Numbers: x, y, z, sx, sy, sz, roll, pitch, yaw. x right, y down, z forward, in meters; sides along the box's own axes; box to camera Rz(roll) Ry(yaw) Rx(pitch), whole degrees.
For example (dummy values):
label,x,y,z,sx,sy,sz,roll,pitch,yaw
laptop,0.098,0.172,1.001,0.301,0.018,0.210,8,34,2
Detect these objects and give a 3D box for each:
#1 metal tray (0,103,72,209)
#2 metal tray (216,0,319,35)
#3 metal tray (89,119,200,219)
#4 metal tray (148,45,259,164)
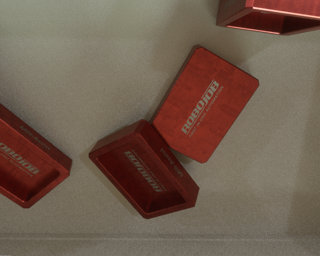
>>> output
label,x,y,z,sx,sy,sz,roll,pitch,yaw
metal tray,-0.195,0.040,0.409,0.090,0.030,0.130,-39,115,12
metal tray,0.115,-0.119,0.311,0.091,0.130,0.030,7,102,-3
metal tray,-0.020,0.060,0.411,0.090,0.030,0.130,-25,112,32
metal tray,0.052,-0.028,0.399,0.090,0.030,0.129,28,107,-10
